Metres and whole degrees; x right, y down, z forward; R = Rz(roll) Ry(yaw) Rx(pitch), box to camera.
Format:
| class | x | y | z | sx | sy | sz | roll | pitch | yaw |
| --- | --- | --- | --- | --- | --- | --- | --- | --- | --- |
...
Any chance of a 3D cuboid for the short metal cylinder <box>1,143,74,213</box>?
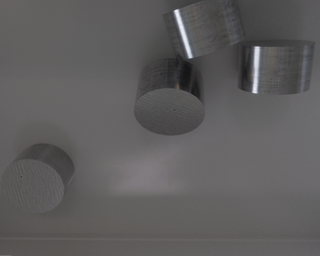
| class | x | y | z | sx | sy | sz | roll | pitch | yaw |
| --- | --- | --- | --- | --- | --- | --- | --- | --- | --- |
| short metal cylinder | -0.164 | 0.067 | 0.421 | 0.081 | 0.050 | 0.079 | 0 | 110 | 0 |

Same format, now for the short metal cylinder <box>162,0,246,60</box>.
| class | x | y | z | sx | sy | sz | roll | pitch | yaw |
| --- | --- | --- | --- | --- | --- | --- | --- | --- | --- |
| short metal cylinder | 0.048 | -0.113 | 0.341 | 0.080 | 0.080 | 0.050 | -18 | 109 | 6 |

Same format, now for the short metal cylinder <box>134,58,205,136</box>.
| class | x | y | z | sx | sy | sz | roll | pitch | yaw |
| --- | --- | --- | --- | --- | --- | --- | --- | --- | --- |
| short metal cylinder | 0.012 | -0.035 | 0.367 | 0.080 | 0.050 | 0.080 | 2 | 141 | 2 |

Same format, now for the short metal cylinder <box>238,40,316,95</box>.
| class | x | y | z | sx | sy | sz | roll | pitch | yaw |
| --- | --- | --- | --- | --- | --- | --- | --- | --- | --- |
| short metal cylinder | 0.131 | -0.072 | 0.356 | 0.080 | 0.080 | 0.050 | -3 | 110 | 1 |
